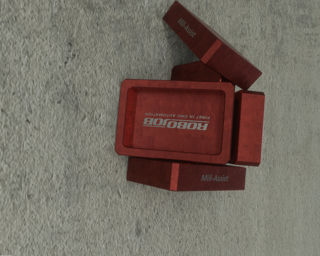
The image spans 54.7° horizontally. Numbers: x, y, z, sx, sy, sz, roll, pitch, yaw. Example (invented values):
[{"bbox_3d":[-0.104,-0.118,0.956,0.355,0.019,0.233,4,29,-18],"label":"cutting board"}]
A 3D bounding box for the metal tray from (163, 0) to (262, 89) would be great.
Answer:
[{"bbox_3d":[0.065,-0.109,0.403,0.090,0.130,0.030,22,117,-38],"label":"metal tray"}]

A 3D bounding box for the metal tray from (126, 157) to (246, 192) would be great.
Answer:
[{"bbox_3d":[0.035,0.058,0.395,0.131,0.090,0.030,9,85,-40],"label":"metal tray"}]

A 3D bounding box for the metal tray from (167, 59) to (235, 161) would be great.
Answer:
[{"bbox_3d":[0.051,-0.021,0.408,0.030,0.090,0.129,10,84,-40],"label":"metal tray"}]

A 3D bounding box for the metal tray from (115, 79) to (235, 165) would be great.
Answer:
[{"bbox_3d":[0.017,-0.008,0.359,0.030,0.131,0.089,21,73,-76],"label":"metal tray"}]

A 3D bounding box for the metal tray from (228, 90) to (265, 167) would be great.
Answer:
[{"bbox_3d":[0.099,0.003,0.427,0.030,0.130,0.089,6,86,-7],"label":"metal tray"}]
